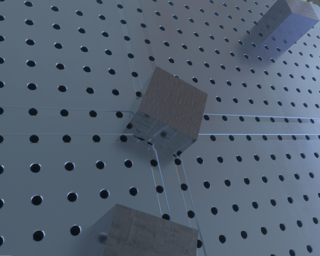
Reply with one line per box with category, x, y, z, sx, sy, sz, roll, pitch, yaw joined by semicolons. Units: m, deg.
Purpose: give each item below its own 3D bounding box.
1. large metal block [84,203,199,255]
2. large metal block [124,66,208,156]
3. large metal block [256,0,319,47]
large metal block;-0.022;0.117;0.289;0.080;0.080;0.050;22;54;-15
large metal block;0.010;-0.022;0.410;0.080;0.050;0.080;27;52;-11
large metal block;0.266;-0.222;0.650;0.081;0.080;0.050;2;61;-27
